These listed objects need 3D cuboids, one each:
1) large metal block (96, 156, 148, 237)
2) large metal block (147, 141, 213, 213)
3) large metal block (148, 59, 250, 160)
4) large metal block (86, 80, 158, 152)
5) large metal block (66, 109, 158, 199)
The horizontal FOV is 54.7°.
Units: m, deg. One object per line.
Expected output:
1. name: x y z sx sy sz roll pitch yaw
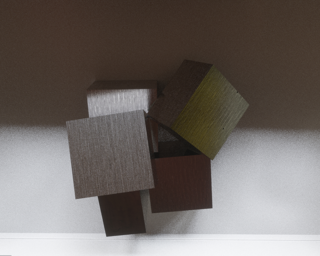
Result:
1. large metal block: -0.047 0.083 0.410 0.050 0.080 0.079 -6 110 2
2. large metal block: 0.025 0.064 0.418 0.080 0.050 0.079 -5 110 1
3. large metal block: 0.045 -0.021 0.362 0.080 0.050 0.080 37 85 -37
4. large metal block: -0.043 -0.016 0.390 0.081 0.050 0.079 -1 110 0
5. large metal block: -0.049 0.028 0.337 0.080 0.050 0.080 -9 85 3
